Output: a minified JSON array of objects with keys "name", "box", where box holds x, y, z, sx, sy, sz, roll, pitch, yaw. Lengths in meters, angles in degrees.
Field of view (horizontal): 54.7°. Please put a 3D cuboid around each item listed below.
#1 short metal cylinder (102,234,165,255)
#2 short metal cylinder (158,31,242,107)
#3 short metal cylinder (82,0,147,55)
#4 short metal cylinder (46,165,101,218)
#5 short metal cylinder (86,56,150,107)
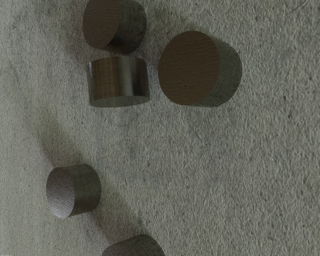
[{"name":"short metal cylinder","box":[-0.036,0.191,0.418,0.080,0.050,0.080,0,90,40]},{"name":"short metal cylinder","box":[0.045,-0.064,0.352,0.080,0.050,0.080,0,90,40]},{"name":"short metal cylinder","box":[-0.066,-0.149,0.443,0.080,0.050,0.080,0,90,40]},{"name":"short metal cylinder","box":[-0.141,0.102,0.506,0.080,0.050,0.080,0,90,40]},{"name":"short metal cylinder","box":[-0.056,-0.059,0.415,0.080,0.081,0.050,-10,84,39]}]
